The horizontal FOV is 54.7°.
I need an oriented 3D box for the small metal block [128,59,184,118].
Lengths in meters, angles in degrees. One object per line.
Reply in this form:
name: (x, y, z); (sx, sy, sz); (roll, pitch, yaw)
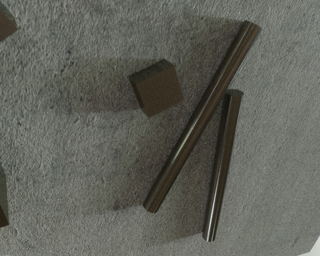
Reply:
small metal block: (-0.004, -0.048, 0.376); (0.050, 0.025, 0.050); (-28, 128, -11)

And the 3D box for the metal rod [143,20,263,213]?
metal rod: (0.052, -0.004, 0.434); (0.025, 0.025, 0.298); (16, 110, -35)

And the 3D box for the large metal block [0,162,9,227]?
large metal block: (-0.186, 0.047, 0.299); (0.050, 0.080, 0.079); (-16, 125, -20)

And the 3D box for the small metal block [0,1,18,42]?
small metal block: (-0.150, -0.083, 0.258); (0.050, 0.050, 0.025); (-37, 130, -4)

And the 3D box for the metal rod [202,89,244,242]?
metal rod: (0.099, 0.078, 0.511); (0.025, 0.025, 0.298); (-12, 124, -23)
